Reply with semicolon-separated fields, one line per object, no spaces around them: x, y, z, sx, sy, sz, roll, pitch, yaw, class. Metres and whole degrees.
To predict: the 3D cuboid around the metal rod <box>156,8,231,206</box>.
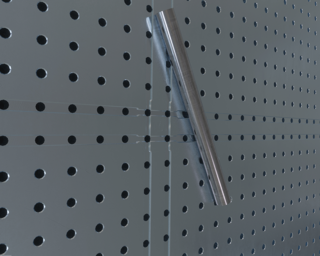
0.053;-0.020;0.452;0.025;0.025;0.299;-31;109;-36;metal rod
